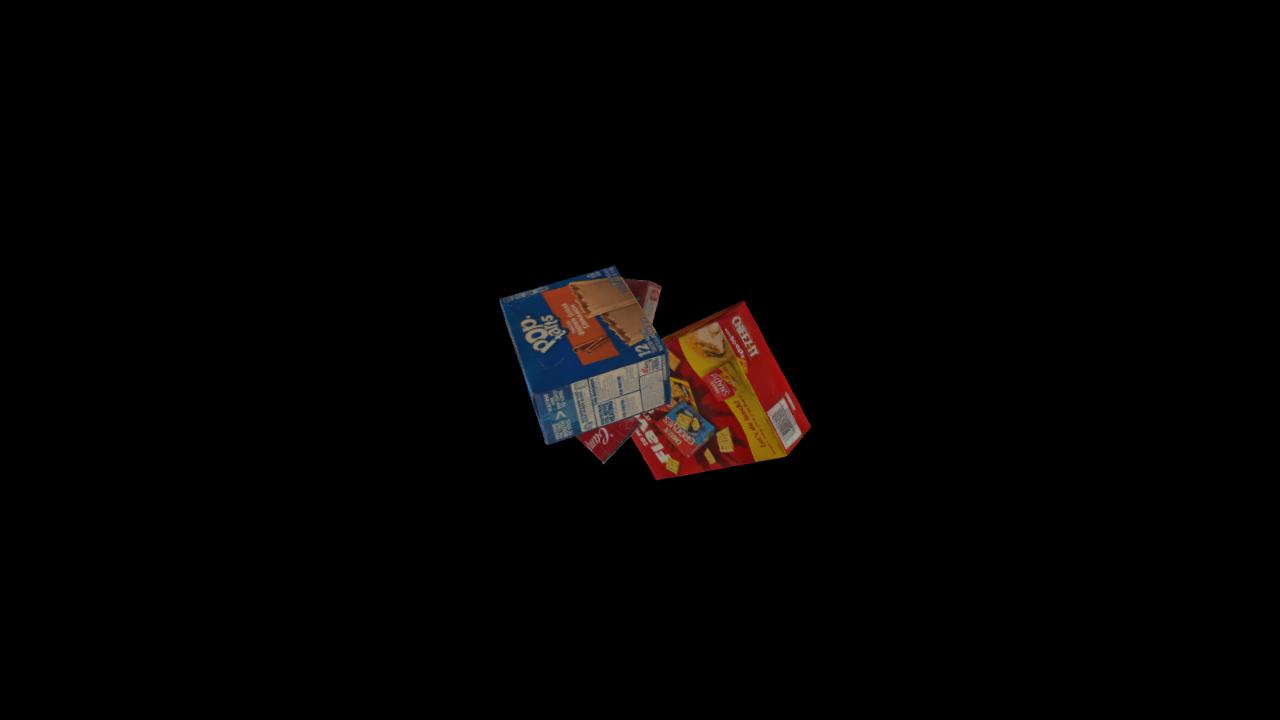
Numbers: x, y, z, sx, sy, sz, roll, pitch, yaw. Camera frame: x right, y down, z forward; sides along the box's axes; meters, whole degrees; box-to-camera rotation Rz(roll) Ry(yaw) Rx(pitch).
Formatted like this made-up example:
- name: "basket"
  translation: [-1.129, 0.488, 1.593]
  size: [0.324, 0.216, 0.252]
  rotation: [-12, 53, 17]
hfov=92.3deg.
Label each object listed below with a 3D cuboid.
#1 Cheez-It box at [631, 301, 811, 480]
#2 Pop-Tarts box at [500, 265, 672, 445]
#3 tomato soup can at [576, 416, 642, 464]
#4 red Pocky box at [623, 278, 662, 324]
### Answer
- name: "Cheez-It box"
  translation: [0.067, 0.048, 0.737]
  size: [0.223, 0.166, 0.071]
  rotation: [-24, 7, 47]
- name: "Pop-Tarts box"
  translation: [-0.062, -0.012, 0.668]
  size: [0.141, 0.083, 0.167]
  rotation: [-18, 43, -11]
- name: "tomato soup can"
  translation: [-0.056, 0.065, 0.734]
  size: [0.101, 0.068, 0.068]
  rotation: [44, 3, 3]
- name: "red Pocky box"
  translation: [-0.027, -0.024, 0.766]
  size: [0.083, 0.155, 0.028]
  rotation: [13, -3, 43]
